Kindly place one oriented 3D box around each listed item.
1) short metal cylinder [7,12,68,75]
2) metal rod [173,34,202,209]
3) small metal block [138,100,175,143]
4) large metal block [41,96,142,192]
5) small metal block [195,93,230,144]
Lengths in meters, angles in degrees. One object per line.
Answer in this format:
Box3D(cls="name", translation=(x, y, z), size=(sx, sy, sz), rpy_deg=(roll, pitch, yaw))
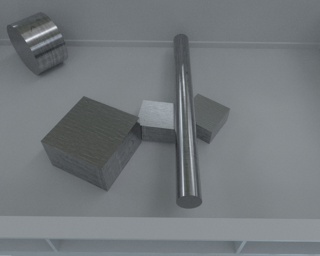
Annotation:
Box3D(cls="short metal cylinder", translation=(-0.187, -0.129, 0.476), size=(0.080, 0.080, 0.050), rpy_deg=(38, 59, 27))
Box3D(cls="metal rod", translation=(0.031, -0.036, 0.403), size=(0.025, 0.025, 0.300), rpy_deg=(1, 46, 0))
Box3D(cls="small metal block", translation=(-0.002, -0.009, 0.410), size=(0.050, 0.025, 0.050), rpy_deg=(7, 44, 5))
Box3D(cls="large metal block", translation=(-0.078, 0.017, 0.374), size=(0.080, 0.050, 0.080), rpy_deg=(21, 53, 16))
Box3D(cls="small metal block", translation=(0.059, -0.013, 0.417), size=(0.050, 0.025, 0.050), rpy_deg=(29, 55, 21))
